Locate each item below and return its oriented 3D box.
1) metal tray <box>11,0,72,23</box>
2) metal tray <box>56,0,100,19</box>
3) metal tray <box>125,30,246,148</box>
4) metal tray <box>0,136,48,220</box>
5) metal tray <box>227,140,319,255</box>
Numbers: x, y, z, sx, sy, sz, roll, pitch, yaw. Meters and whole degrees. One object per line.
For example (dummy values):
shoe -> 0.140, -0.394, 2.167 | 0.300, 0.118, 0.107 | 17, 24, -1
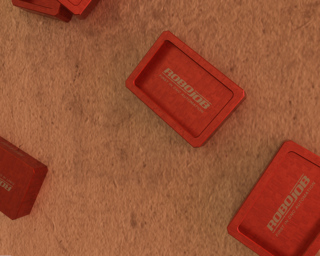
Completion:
metal tray -> -0.161, -0.233, 0.461 | 0.090, 0.030, 0.129 | 20, 97, 18
metal tray -> -0.103, -0.226, 0.416 | 0.090, 0.030, 0.130 | 39, 95, -5
metal tray -> 0.031, -0.049, 0.394 | 0.130, 0.030, 0.090 | 42, 103, 14
metal tray -> -0.251, 0.073, 0.493 | 0.130, 0.030, 0.090 | 28, 99, 17
metal tray -> 0.149, 0.089, 0.353 | 0.090, 0.030, 0.129 | 33, 100, 16
